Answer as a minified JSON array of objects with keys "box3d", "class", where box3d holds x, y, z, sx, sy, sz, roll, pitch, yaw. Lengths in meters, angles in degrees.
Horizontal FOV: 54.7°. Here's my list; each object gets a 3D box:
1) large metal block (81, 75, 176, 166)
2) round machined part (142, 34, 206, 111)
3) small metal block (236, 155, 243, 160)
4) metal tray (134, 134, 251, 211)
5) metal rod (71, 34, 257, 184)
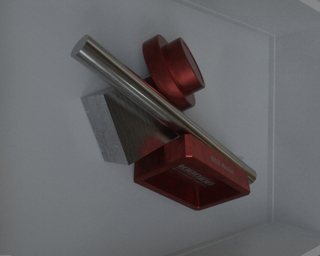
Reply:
[{"box3d":[-0.033,-0.012,0.362,0.081,0.050,0.080,-29,108,-37],"class":"large metal block"},{"box3d":[0.022,-0.071,0.380,0.098,0.042,0.098,54,20,-30],"class":"round machined part"},{"box3d":[0.095,0.064,0.470,0.025,0.050,0.050,19,78,-39],"class":"small metal block"},{"box3d":[0.042,0.063,0.396,0.130,0.090,0.030,33,42,-36],"class":"metal tray"},{"box3d":[0.028,-0.002,0.363,0.301,0.025,0.025,36,68,-35],"class":"metal rod"}]
